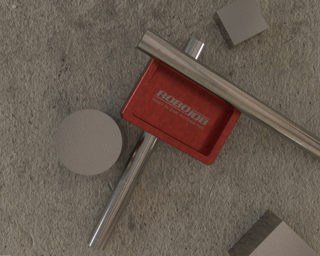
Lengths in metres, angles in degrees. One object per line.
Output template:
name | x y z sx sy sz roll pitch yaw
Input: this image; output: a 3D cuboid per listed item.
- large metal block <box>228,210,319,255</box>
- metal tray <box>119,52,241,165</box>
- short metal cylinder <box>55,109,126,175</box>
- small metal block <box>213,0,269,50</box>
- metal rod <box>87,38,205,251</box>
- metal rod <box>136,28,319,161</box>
large metal block | 0.150 0.168 0.400 0.080 0.050 0.080 44 90 -1
metal tray | 0.028 -0.022 0.386 0.131 0.030 0.090 30 89 -15
short metal cylinder | -0.086 0.017 0.396 0.081 0.050 0.079 0 90 -1
small metal block | 0.106 -0.140 0.411 0.050 0.025 0.050 -28 90 -1
metal rod | -0.018 0.021 0.409 0.025 0.025 0.299 26 90 -1
metal rod | 0.108 -0.028 0.376 0.301 0.025 0.025 29 90 -15
